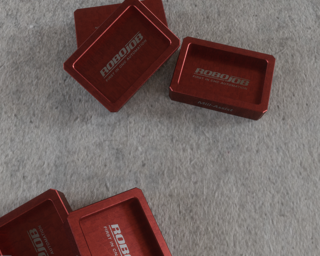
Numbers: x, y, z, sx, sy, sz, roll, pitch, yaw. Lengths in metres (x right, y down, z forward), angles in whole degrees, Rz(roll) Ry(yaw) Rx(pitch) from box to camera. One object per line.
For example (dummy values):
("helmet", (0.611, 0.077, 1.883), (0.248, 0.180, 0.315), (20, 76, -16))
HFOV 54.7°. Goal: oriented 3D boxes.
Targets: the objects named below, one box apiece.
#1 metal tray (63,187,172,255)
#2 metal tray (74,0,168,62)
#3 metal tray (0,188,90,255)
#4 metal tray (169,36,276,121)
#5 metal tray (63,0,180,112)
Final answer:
("metal tray", (-0.038, 0.140, 0.334), (0.091, 0.030, 0.130), (-15, 69, -34))
("metal tray", (-0.054, -0.138, 0.455), (0.131, 0.030, 0.090), (-9, 70, -4))
("metal tray", (-0.128, 0.147, 0.350), (0.090, 0.030, 0.130), (-30, 73, -11))
("metal tray", (0.086, -0.070, 0.432), (0.131, 0.030, 0.090), (14, 70, 4))
("metal tray", (-0.049, -0.095, 0.410), (0.090, 0.030, 0.130), (43, 88, -5))
